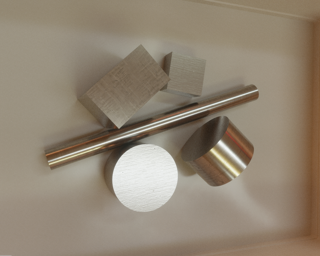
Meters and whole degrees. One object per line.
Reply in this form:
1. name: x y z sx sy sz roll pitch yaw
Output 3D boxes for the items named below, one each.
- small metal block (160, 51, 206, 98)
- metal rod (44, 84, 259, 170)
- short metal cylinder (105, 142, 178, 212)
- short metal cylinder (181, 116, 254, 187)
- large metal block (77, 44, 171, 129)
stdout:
1. small metal block: 0.032 -0.072 0.422 0.050 0.025 0.050 9 87 -20
2. metal rod: 0.004 -0.008 0.412 0.302 0.025 0.025 -19 97 -20
3. short metal cylinder: -0.025 0.058 0.387 0.081 0.050 0.079 0 90 -21
4. short metal cylinder: 0.075 0.030 0.409 0.050 0.080 0.080 45 76 -15
5. large metal block: -0.045 -0.045 0.364 0.080 0.080 0.050 -45 105 -15
